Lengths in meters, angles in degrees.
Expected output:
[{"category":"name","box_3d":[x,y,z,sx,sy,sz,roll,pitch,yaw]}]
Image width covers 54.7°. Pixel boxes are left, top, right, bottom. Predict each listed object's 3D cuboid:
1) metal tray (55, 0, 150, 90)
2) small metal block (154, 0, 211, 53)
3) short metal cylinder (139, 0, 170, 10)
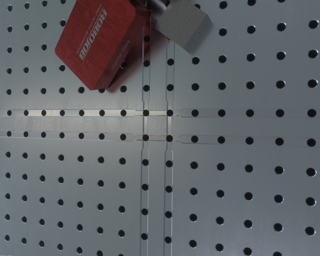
[{"category":"metal tray","box_3d":[-0.083,-0.127,0.420,0.090,0.030,0.129,45,120,14]},{"category":"small metal block","box_3d":[0.029,-0.135,0.402,0.050,0.025,0.050,40,102,15]},{"category":"short metal cylinder","box_3d":[-0.009,-0.202,0.402,0.080,0.050,0.079,0,90,19]}]
